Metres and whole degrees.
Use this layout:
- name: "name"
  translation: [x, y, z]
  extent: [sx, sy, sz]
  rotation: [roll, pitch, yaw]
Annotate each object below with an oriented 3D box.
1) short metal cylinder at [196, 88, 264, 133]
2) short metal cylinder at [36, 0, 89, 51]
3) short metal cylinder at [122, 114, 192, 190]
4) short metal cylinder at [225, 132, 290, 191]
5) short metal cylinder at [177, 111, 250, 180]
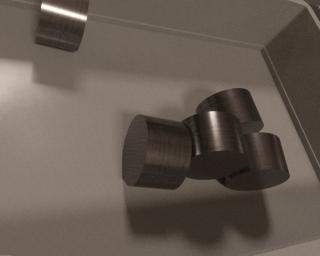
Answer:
- name: "short metal cylinder"
  translation: [0.096, -0.013, 0.432]
  extent: [0.081, 0.080, 0.050]
  rotation: [-1, 63, -29]
- name: "short metal cylinder"
  translation: [-0.124, -0.142, 0.391]
  extent: [0.050, 0.080, 0.080]
  rotation: [9, 58, -24]
- name: "short metal cylinder"
  translation: [-0.006, 0.028, 0.351]
  extent: [0.050, 0.080, 0.080]
  rotation: [10, 57, -23]
- name: "short metal cylinder"
  translation: [0.124, 0.047, 0.411]
  extent: [0.081, 0.080, 0.050]
  rotation: [11, 57, -23]
- name: "short metal cylinder"
  translation: [0.060, 0.023, 0.368]
  extent: [0.081, 0.080, 0.050]
  rotation: [10, 56, -23]
